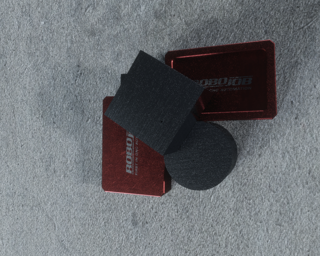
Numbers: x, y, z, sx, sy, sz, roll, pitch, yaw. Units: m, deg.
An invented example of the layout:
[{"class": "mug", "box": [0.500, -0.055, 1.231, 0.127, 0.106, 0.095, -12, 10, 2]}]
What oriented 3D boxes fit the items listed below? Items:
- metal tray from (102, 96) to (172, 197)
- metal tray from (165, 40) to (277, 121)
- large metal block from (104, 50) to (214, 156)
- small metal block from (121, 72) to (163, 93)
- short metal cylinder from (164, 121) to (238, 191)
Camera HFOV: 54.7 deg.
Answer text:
[{"class": "metal tray", "box": [-0.031, 0.022, 0.419, 0.090, 0.030, 0.129, 1, 90, 20]}, {"class": "metal tray", "box": [0.073, -0.054, 0.381, 0.130, 0.030, 0.089, -2, 89, 19]}, {"class": "large metal block", "box": [0.000, -0.027, 0.342, 0.080, 0.050, 0.080, 34, 101, 16]}, {"class": "small metal block", "box": [-0.017, -0.055, 0.403, 0.050, 0.050, 0.025, 1, 91, 20]}, {"class": "short metal cylinder", "box": [0.051, 0.032, 0.378, 0.080, 0.050, 0.080, 0, 90, 20]}]
